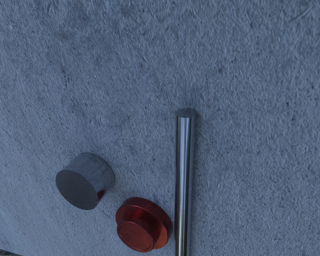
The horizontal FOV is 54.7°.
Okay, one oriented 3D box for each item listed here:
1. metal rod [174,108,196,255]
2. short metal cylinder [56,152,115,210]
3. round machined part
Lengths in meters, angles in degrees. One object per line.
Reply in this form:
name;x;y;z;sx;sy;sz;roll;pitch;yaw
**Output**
metal rod;0.034;0.109;0.454;0.025;0.025;0.298;12;124;21
short metal cylinder;-0.121;0.086;0.506;0.080;0.050;0.079;13;124;20
round machined part;-0.032;0.167;0.514;0.098;0.042;0.097;13;124;20
